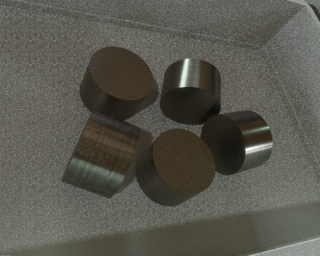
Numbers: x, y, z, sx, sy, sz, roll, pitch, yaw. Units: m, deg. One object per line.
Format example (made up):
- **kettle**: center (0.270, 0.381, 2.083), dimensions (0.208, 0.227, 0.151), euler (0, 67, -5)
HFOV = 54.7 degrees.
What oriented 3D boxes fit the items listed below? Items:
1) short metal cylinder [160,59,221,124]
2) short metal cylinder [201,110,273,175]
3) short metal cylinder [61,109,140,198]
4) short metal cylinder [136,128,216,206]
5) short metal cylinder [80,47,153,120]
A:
- **short metal cylinder**: center (0.043, -0.048, 0.424), dimensions (0.080, 0.080, 0.050), euler (20, 54, -17)
- **short metal cylinder**: center (0.100, 0.018, 0.413), dimensions (0.050, 0.080, 0.080), euler (-9, 67, -33)
- **short metal cylinder**: center (-0.061, 0.026, 0.320), dimensions (0.050, 0.080, 0.080), euler (24, 53, -14)
- **short metal cylinder**: center (0.018, 0.047, 0.370), dimensions (0.081, 0.050, 0.080), euler (14, 56, -21)
- **short metal cylinder**: center (-0.056, -0.055, 0.392), dimensions (0.081, 0.050, 0.080), euler (14, 56, -21)
